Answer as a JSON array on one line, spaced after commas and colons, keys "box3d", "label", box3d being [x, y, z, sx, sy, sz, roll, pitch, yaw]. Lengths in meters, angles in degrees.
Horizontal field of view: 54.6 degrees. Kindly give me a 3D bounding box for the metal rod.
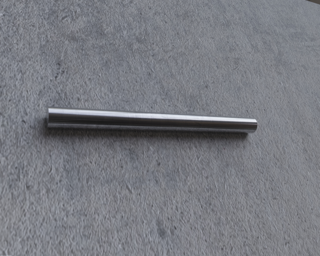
[{"box3d": [0.009, -0.008, 0.414, 0.302, 0.025, 0.025, 2, 61, -27], "label": "metal rod"}]
